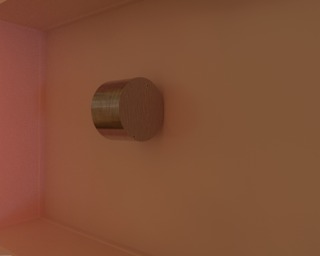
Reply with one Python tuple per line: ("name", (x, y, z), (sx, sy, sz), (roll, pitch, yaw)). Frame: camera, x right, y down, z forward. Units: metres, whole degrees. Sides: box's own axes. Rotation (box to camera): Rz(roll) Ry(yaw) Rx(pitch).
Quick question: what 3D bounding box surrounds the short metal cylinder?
("short metal cylinder", (-0.040, -0.023, 0.399), (0.050, 0.081, 0.079), (0, 90, 40))
